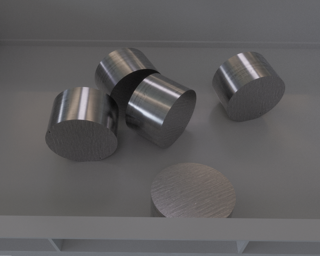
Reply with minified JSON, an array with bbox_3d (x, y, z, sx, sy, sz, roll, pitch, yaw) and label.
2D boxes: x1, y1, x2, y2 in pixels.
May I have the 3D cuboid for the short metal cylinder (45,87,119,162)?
[{"bbox_3d":[-0.090,-0.003,0.371,0.081,0.080,0.050,-2,50,-2],"label":"short metal cylinder"}]

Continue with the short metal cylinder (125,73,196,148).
[{"bbox_3d":[0.002,-0.022,0.387,0.050,0.080,0.080,30,56,22],"label":"short metal cylinder"}]

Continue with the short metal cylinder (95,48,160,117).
[{"bbox_3d":[-0.041,-0.061,0.420,0.081,0.080,0.050,-23,54,-18],"label":"short metal cylinder"}]

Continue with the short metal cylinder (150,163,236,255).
[{"bbox_3d":[0.031,0.080,0.310,0.081,0.050,0.080,2,36,-1],"label":"short metal cylinder"}]

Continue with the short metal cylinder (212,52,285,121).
[{"bbox_3d":[0.117,-0.054,0.416,0.081,0.080,0.050,-12,51,-10],"label":"short metal cylinder"}]
